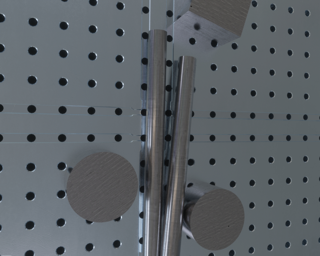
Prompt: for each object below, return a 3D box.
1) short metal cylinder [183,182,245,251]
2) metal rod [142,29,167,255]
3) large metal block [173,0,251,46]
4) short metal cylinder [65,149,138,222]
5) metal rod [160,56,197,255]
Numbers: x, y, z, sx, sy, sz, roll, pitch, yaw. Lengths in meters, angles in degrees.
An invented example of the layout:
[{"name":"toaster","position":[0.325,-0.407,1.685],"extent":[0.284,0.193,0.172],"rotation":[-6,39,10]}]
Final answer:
[{"name":"short metal cylinder","position":[0.067,0.118,0.424],"extent":[0.081,0.050,0.079],"rotation":[0,90,-20]},{"name":"metal rod","position":[-0.007,0.022,0.410],"extent":[0.025,0.025,0.298],"rotation":[2,90,-20]},{"name":"large metal block","position":[0.075,-0.172,0.427],"extent":[0.080,0.050,0.080],"rotation":[20,84,-19]},{"name":"short metal cylinder","position":[-0.072,0.066,0.373],"extent":[0.081,0.050,0.079],"rotation":[0,90,-20]},{"name":"metal rod","position":[0.024,0.052,0.410],"extent":[0.025,0.025,0.298],"rotation":[8,83,-20]}]
